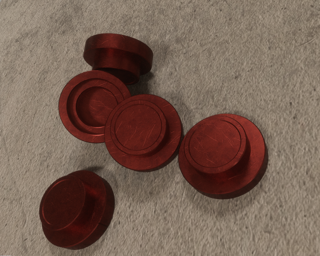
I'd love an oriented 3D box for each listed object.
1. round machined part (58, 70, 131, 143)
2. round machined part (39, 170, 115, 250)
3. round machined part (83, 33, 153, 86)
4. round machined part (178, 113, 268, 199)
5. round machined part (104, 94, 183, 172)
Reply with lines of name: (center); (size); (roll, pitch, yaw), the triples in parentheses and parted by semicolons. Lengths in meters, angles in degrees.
round machined part: (-0.087, -0.029, 0.432); (0.099, 0.042, 0.097); (0, 92, -5)
round machined part: (-0.110, 0.098, 0.389); (0.098, 0.042, 0.098); (-13, 56, 20)
round machined part: (-0.061, -0.093, 0.447); (0.098, 0.098, 0.042); (0, 76, 28)
round machined part: (0.066, 0.025, 0.342); (0.098, 0.042, 0.098); (-13, 56, 20)
round machined part: (-0.022, 0.004, 0.381); (0.098, 0.042, 0.098); (-2, 75, 10)
